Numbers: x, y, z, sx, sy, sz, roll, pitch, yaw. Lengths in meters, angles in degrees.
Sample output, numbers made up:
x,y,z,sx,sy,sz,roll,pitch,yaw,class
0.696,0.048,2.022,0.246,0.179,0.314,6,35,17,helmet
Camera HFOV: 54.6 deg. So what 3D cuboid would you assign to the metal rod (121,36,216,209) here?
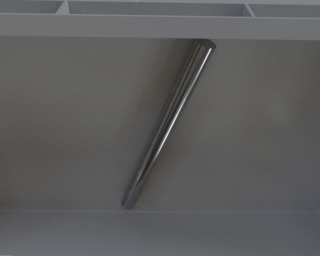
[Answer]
x,y,z,sx,sy,sz,roll,pitch,yaw,class
-0.002,0.016,0.419,0.025,0.025,0.298,15,129,-13,metal rod
